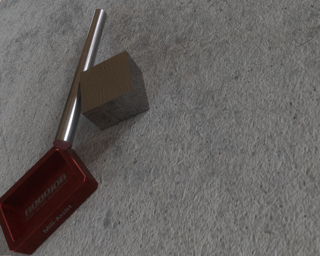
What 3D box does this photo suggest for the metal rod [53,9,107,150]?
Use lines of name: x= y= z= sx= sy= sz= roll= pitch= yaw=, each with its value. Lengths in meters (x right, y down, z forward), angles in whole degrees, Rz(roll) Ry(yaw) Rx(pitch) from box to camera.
metal rod: x=-0.123 y=-0.098 z=0.507 sx=0.025 sy=0.025 sz=0.300 roll=-12 pitch=51 yaw=21

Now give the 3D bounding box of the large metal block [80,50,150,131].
large metal block: x=-0.068 y=-0.055 z=0.455 sx=0.080 sy=0.050 sz=0.080 roll=-23 pitch=53 yaw=14

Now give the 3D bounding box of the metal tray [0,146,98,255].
metal tray: x=-0.157 y=0.093 z=0.423 sx=0.130 sy=0.030 sz=0.090 roll=-45 pitch=51 yaw=-4
